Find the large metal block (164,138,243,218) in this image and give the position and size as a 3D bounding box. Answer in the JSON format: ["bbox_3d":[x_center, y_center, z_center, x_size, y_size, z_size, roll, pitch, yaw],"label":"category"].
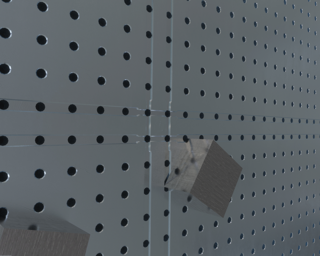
[{"bbox_3d":[0.064,0.071,0.446,0.080,0.050,0.080,41,65,-32],"label":"large metal block"}]

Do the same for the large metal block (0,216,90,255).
[{"bbox_3d":[-0.123,0.131,0.290,0.080,0.050,0.080,21,77,-38],"label":"large metal block"}]
